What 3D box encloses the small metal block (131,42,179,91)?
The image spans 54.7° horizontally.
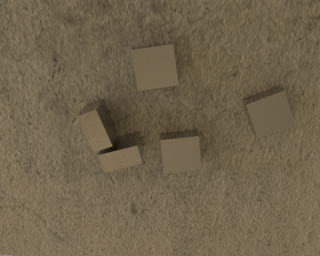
[{"bbox_3d":[-0.006,-0.076,0.382,0.050,0.025,0.050,-8,110,2],"label":"small metal block"}]

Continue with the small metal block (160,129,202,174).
[{"bbox_3d":[0.028,0.032,0.422,0.050,0.025,0.050,-6,110,2],"label":"small metal block"}]

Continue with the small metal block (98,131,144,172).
[{"bbox_3d":[-0.049,0.030,0.407,0.050,0.050,0.025,-14,110,5],"label":"small metal block"}]

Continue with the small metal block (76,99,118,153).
[{"bbox_3d":[-0.078,-0.004,0.394,0.025,0.050,0.050,-19,109,6],"label":"small metal block"}]

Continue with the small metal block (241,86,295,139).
[{"bbox_3d":[0.141,-0.021,0.404,0.050,0.025,0.050,-21,109,7],"label":"small metal block"}]
